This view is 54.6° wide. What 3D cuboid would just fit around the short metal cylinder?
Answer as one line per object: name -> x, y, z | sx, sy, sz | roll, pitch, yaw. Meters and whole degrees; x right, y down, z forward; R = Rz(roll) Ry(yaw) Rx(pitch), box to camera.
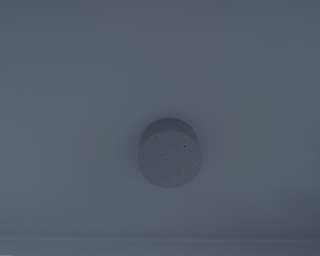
short metal cylinder -> 0.013, 0.032, 0.410 | 0.080, 0.050, 0.079 | 0, 110, 0
